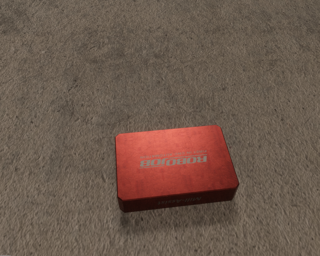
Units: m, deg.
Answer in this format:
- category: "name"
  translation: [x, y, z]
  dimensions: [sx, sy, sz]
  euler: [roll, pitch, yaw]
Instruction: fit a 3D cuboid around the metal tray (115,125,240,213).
- category: "metal tray"
  translation: [0.016, 0.045, 0.363]
  dimensions: [0.131, 0.030, 0.090]
  euler: [-5, 50, -5]
